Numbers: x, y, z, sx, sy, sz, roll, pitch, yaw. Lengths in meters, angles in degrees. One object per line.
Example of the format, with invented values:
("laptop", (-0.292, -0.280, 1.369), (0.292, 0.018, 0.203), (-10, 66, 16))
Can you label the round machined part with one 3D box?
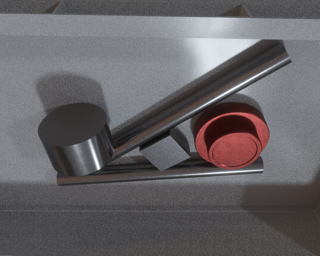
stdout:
("round machined part", (0.095, 0.017, 0.410), (0.099, 0.042, 0.097), (-1, 130, 0))

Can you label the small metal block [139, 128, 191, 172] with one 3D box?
("small metal block", (0.007, 0.028, 0.430), (0.050, 0.025, 0.050), (-29, 125, 22))

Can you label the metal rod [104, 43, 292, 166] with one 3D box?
("metal rod", (0.017, -0.015, 0.395), (0.300, 0.025, 0.025), (-29, 125, 22))

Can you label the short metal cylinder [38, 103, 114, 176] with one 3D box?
("short metal cylinder", (-0.101, 0.013, 0.381), (0.080, 0.080, 0.050), (-4, 130, 3))

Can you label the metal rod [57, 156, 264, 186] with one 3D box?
("metal rod", (-0.001, 0.065, 0.462), (0.302, 0.025, 0.025), (-4, 130, 3))
